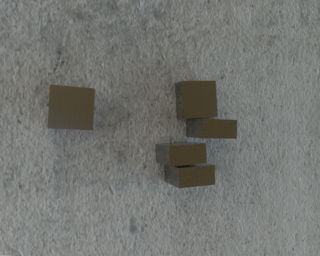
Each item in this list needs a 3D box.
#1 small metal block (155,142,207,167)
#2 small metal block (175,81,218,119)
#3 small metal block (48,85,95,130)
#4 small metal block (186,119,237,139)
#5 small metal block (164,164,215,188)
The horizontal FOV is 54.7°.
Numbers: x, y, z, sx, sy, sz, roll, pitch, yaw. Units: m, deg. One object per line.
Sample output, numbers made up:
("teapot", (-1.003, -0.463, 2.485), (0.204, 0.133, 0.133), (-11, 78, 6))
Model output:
("small metal block", (0.027, 0.033, 0.407), (0.050, 0.050, 0.025), (-3, 91, -20))
("small metal block", (0.050, -0.039, 0.429), (0.050, 0.025, 0.050), (-4, 91, -20))
("small metal block", (-0.106, -0.023, 0.370), (0.050, 0.025, 0.050), (3, 89, -20))
("small metal block", (0.069, 0.001, 0.423), (0.050, 0.050, 0.025), (2, 90, -20))
("small metal block", (0.038, 0.061, 0.411), (0.050, 0.050, 0.025), (-2, 91, -20))
